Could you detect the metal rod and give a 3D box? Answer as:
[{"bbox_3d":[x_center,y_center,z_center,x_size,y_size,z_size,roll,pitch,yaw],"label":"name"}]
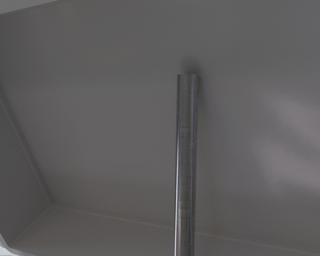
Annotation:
[{"bbox_3d":[0.030,0.088,0.367,0.025,0.025,0.298,3,94,27],"label":"metal rod"}]
